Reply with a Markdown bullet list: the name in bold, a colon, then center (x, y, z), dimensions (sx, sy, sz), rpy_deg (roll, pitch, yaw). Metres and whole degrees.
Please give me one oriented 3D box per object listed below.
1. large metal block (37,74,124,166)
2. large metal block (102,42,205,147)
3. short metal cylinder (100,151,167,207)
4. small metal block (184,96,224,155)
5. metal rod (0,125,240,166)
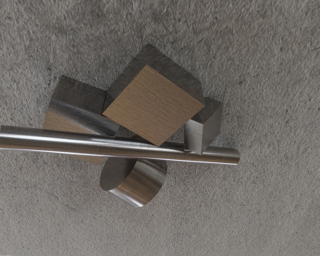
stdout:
- **large metal block**: center (-0.097, -0.008, 0.384), dimensions (0.080, 0.050, 0.079), rpy_deg (19, 127, -16)
- **large metal block**: center (-0.007, -0.036, 0.358), dimensions (0.080, 0.050, 0.080), rpy_deg (32, 123, -25)
- **short metal cylinder**: center (-0.037, 0.060, 0.423), dimensions (0.080, 0.080, 0.050), rpy_deg (-36, 122, 26)
- **small metal block**: center (0.054, -0.003, 0.387), dimensions (0.025, 0.050, 0.050), rpy_deg (24, 137, 27)
- **metal rod**: center (-0.026, 0.025, 0.376), dimensions (0.302, 0.025, 0.025), rpy_deg (7, 132, -28)
